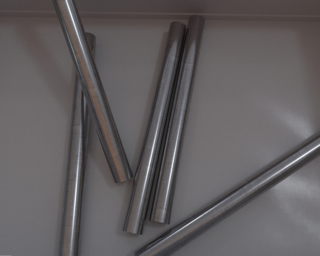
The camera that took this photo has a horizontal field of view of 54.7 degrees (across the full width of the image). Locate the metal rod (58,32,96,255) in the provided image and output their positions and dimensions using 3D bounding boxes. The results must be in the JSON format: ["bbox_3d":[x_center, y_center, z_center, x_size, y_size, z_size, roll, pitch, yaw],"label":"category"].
[{"bbox_3d":[-0.105,0.007,0.405,0.025,0.025,0.299,0,70,-1],"label":"metal rod"}]

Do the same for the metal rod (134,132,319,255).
[{"bbox_3d":[0.105,0.080,0.381,0.302,0.025,0.025,-30,73,-11],"label":"metal rod"}]

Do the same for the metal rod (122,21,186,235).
[{"bbox_3d":[-0.003,-0.014,0.414,0.025,0.025,0.299,11,70,3],"label":"metal rod"}]

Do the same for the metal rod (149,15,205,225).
[{"bbox_3d":[0.028,-0.025,0.419,0.025,0.025,0.299,10,70,3],"label":"metal rod"}]

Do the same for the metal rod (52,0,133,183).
[{"bbox_3d":[-0.091,-0.077,0.374,0.025,0.025,0.298,-18,95,-7],"label":"metal rod"}]
